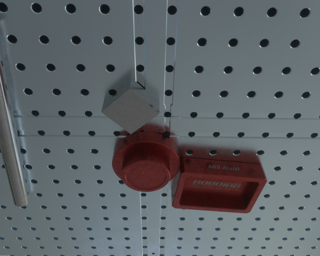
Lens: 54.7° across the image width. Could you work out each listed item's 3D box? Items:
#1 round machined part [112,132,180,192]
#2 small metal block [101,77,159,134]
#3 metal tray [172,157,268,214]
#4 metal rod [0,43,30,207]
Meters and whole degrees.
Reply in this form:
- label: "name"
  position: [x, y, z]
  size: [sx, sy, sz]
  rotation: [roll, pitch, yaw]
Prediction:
- label: "round machined part"
  position: [-0.020, 0.055, 0.447]
  size: [0.099, 0.042, 0.097]
  rotation: [-1, 130, 0]
- label: "small metal block"
  position: [-0.036, -0.027, 0.389]
  size: [0.050, 0.025, 0.050]
  rotation: [-35, 122, 26]
- label: "metal tray"
  position: [0.089, 0.093, 0.488]
  size: [0.131, 0.030, 0.089]
  rotation: [6, 130, -6]
- label: "metal rod"
  position: [-0.204, 0.007, 0.414]
  size: [0.025, 0.025, 0.298]
  rotation: [6, 130, -6]
